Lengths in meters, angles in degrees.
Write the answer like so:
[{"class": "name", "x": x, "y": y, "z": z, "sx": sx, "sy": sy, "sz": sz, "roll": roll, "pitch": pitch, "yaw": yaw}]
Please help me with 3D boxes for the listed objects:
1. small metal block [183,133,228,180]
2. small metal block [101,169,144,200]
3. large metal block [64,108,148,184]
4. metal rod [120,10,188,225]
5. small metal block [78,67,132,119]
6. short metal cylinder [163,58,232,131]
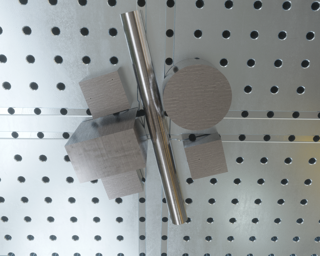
[{"class": "small metal block", "x": 0.063, "y": 0.039, "z": 0.428, "sx": 0.050, "sy": 0.025, "sz": 0.050, "roll": -14, "pitch": 110, "yaw": 4}, {"class": "small metal block", "x": -0.054, "y": 0.068, "z": 0.438, "sx": 0.050, "sy": 0.025, "sz": 0.050, "roll": -15, "pitch": 110, "yaw": 5}, {"class": "large metal block", "x": -0.062, "y": 0.019, "z": 0.389, "sx": 0.080, "sy": 0.080, "sz": 0.050, "roll": -14, "pitch": 110, "yaw": 5}, {"class": "metal rod", "x": -0.003, "y": 0.001, "z": 0.413, "sx": 0.025, "sy": 0.025, "sz": 0.298, "roll": -12, "pitch": 110, "yaw": 4}, {"class": "small metal block", "x": -0.068, "y": -0.044, "z": 0.396, "sx": 0.050, "sy": 0.025, "sz": 0.050, "roll": -16, "pitch": 110, "yaw": 5}, {"class": "short metal cylinder", "x": 0.044, "y": -0.043, "z": 0.384, "sx": 0.081, "sy": 0.050, "sz": 0.079, "roll": 0, "pitch": 110, "yaw": -1}]
